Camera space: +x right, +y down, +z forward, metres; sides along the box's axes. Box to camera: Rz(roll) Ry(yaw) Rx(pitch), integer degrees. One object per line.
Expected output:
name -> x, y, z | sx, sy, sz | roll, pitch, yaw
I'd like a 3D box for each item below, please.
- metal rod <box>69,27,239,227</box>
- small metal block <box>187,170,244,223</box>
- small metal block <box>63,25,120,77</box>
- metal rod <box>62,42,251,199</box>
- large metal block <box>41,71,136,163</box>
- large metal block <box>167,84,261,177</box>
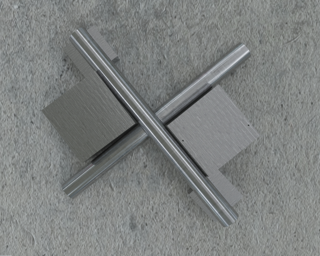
metal rod -> -0.007, -0.001, 0.385 | 0.025, 0.025, 0.300 | -39, 90, 0
small metal block -> 0.073, 0.087, 0.412 | 0.050, 0.025, 0.050 | -43, 90, 0
small metal block -> -0.090, -0.098, 0.411 | 0.050, 0.025, 0.050 | -37, 90, 0
metal rod -> -0.004, -0.010, 0.412 | 0.300, 0.025, 0.025 | -39, 90, 0
large metal block -> -0.086, -0.013, 0.396 | 0.080, 0.050, 0.080 | -37, 90, 0
large metal block -> 0.065, 0.003, 0.399 | 0.080, 0.050, 0.080 | -39, 90, 0
